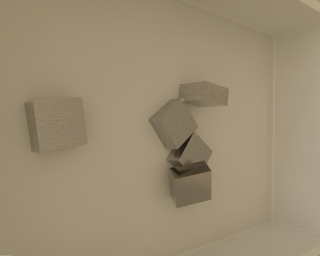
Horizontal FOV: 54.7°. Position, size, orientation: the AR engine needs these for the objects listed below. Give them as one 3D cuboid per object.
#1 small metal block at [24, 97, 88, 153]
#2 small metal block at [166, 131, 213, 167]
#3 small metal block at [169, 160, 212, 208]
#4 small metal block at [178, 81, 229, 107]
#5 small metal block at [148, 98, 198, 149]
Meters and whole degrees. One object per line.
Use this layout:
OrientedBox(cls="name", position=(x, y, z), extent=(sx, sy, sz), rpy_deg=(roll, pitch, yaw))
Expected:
OrientedBox(cls="small metal block", position=(-0.106, -0.005, 0.319), extent=(0.050, 0.025, 0.050), rpy_deg=(-11, 97, -40))
OrientedBox(cls="small metal block", position=(0.043, 0.039, 0.445), extent=(0.050, 0.025, 0.050), rpy_deg=(45, 63, -31))
OrientedBox(cls="small metal block", position=(0.042, 0.077, 0.421), extent=(0.050, 0.025, 0.050), rpy_deg=(-11, 120, -12))
OrientedBox(cls="small metal block", position=(0.062, -0.047, 0.445), extent=(0.050, 0.050, 0.025), rpy_deg=(9, 84, -40))
OrientedBox(cls="small metal block", position=(0.019, -0.006, 0.425), extent=(0.050, 0.025, 0.050), rpy_deg=(-44, 117, -31))
